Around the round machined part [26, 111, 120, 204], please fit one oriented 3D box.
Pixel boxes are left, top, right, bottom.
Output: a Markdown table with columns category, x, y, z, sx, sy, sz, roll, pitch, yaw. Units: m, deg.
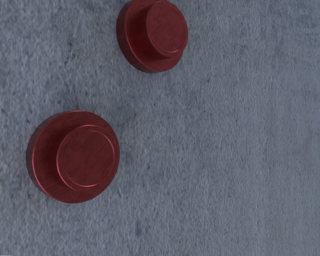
| category | x | y | z | sx | sy | sz | roll | pitch | yaw |
| --- | --- | --- | --- | --- | --- | --- | --- | --- | --- |
| round machined part | -0.083 | 0.030 | 0.325 | 0.099 | 0.042 | 0.097 | 0 | 90 | -40 |

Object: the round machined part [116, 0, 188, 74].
| category | x | y | z | sx | sy | sz | roll | pitch | yaw |
| --- | --- | --- | --- | --- | --- | --- | --- | --- | --- |
| round machined part | -0.002 | -0.121 | 0.393 | 0.099 | 0.042 | 0.097 | 0 | 90 | -40 |
